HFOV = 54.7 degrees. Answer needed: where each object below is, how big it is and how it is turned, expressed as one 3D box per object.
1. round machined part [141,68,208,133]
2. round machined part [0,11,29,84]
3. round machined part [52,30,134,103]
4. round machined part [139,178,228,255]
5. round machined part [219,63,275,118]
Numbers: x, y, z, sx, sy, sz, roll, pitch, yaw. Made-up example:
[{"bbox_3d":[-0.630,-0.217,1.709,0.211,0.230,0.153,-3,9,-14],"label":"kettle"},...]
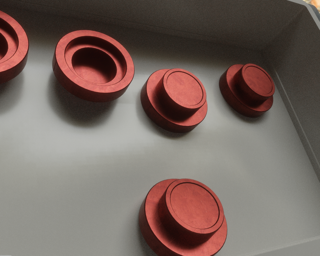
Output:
[{"bbox_3d":[0.026,-0.045,0.438,0.099,0.042,0.098,14,56,-21],"label":"round machined part"},{"bbox_3d":[-0.199,-0.085,0.340,0.099,0.042,0.098,14,56,-21],"label":"round machined part"},{"bbox_3d":[-0.086,-0.073,0.394,0.099,0.042,0.098,14,56,-21],"label":"round machined part"},{"bbox_3d":[0.030,0.095,0.339,0.099,0.042,0.098,16,40,-13],"label":"round machined part"},{"bbox_3d":[0.153,-0.070,0.522,0.099,0.042,0.098,14,56,-21],"label":"round machined part"}]
